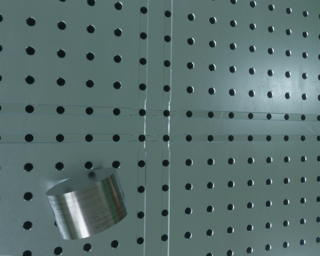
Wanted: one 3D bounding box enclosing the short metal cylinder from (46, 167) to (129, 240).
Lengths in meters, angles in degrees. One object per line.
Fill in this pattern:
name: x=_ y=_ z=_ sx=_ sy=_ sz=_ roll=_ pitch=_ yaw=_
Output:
short metal cylinder: x=-0.082 y=0.083 z=0.354 sx=0.081 sy=0.080 sz=0.050 roll=-19 pitch=97 yaw=-19
